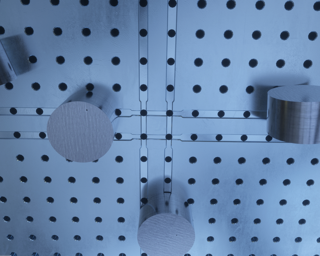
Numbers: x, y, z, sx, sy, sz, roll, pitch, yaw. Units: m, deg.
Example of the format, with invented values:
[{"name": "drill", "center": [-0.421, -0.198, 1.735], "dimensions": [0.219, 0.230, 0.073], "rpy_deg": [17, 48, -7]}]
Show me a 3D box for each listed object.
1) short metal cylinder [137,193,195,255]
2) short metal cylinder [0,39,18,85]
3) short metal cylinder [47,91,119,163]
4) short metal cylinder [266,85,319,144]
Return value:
[{"name": "short metal cylinder", "center": [0.009, 0.143, 0.453], "dimensions": [0.081, 0.050, 0.079], "rpy_deg": [0, 110, 0]}, {"name": "short metal cylinder", "center": [-0.215, -0.068, 0.357], "dimensions": [0.080, 0.080, 0.050], "rpy_deg": [-15, 110, 5]}, {"name": "short metal cylinder", "center": [-0.096, -0.003, 0.398], "dimensions": [0.081, 0.050, 0.079], "rpy_deg": [0, 110, 0]}, {"name": "short metal cylinder", "center": [0.173, -0.019, 0.379], "dimensions": [0.080, 0.080, 0.050], "rpy_deg": [-5, 110, 1]}]
